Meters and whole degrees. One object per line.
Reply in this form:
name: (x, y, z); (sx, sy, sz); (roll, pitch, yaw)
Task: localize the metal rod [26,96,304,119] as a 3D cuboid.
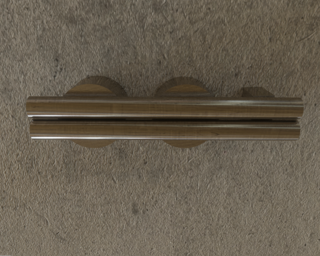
metal rod: (0.006, -0.023, 0.349); (0.302, 0.025, 0.025); (0, 110, -1)

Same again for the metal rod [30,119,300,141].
metal rod: (0.006, 0.002, 0.358); (0.302, 0.025, 0.025); (0, 110, -1)

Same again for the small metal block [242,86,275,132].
small metal block: (0.121, -0.022, 0.392); (0.025, 0.050, 0.050); (-2, 110, 0)

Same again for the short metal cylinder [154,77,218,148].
short metal cylinder: (0.030, -0.021, 0.391); (0.081, 0.050, 0.079); (0, 110, 0)

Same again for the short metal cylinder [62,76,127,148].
short metal cylinder: (-0.080, -0.021, 0.388); (0.081, 0.050, 0.079); (0, 110, 0)
